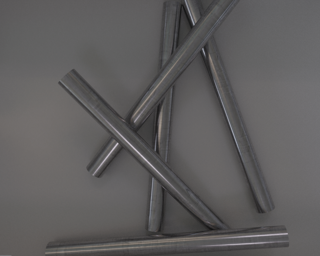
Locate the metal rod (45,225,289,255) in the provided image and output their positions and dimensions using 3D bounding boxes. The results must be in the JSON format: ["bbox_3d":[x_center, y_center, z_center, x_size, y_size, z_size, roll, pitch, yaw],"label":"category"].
[{"bbox_3d":[0.003,0.147,0.391,0.301,0.025,0.025,-7,90,8],"label":"metal rod"}]

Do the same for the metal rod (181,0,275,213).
[{"bbox_3d":[0.090,-0.032,0.411,0.025,0.025,0.299,-20,90,0],"label":"metal rod"}]

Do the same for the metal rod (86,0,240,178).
[{"bbox_3d":[0.005,-0.057,0.384,0.025,0.025,0.299,38,100,0],"label":"metal rod"}]

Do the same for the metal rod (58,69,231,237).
[{"bbox_3d":[-0.005,0.047,0.383,0.025,0.025,0.300,-44,102,0],"label":"metal rod"}]

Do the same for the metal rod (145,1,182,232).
[{"bbox_3d":[0.005,-0.015,0.411,0.025,0.025,0.298,5,90,0],"label":"metal rod"}]
